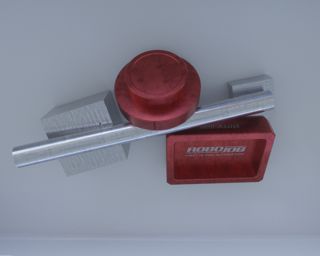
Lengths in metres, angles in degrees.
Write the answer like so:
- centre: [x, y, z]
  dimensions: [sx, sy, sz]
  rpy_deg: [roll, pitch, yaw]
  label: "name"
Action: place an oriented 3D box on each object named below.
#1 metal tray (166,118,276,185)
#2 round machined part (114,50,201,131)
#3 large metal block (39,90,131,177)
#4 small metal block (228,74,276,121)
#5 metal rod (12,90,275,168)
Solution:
- centre: [0.073, 0.032, 0.405]
  dimensions: [0.131, 0.030, 0.089]
  rpy_deg: [-2, 130, -1]
  label: "metal tray"
- centre: [-0.003, -0.049, 0.350]
  dimensions: [0.099, 0.098, 0.042]
  rpy_deg: [-4, 151, 1]
  label: "round machined part"
- centre: [-0.091, 0.006, 0.396]
  dimensions: [0.080, 0.050, 0.080]
  rpy_deg: [-17, 110, 5]
  label: "large metal block"
- centre: [0.118, -0.037, 0.397]
  dimensions: [0.050, 0.025, 0.050]
  rpy_deg: [-11, 110, 3]
  label: "small metal block"
- centre: [-0.015, 0.000, 0.362]
  dimensions: [0.302, 0.025, 0.025]
  rpy_deg: [-13, 110, -4]
  label: "metal rod"
